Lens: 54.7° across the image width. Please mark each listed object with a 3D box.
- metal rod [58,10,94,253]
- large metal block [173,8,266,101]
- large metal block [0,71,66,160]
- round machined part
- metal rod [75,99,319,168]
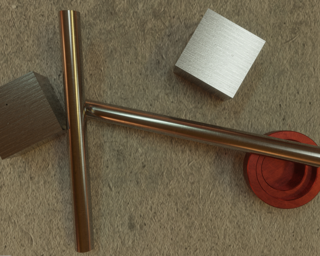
[{"bbox_3d":[-0.103,0.011,0.388,0.025,0.025,0.298,-2,98,-1],"label":"metal rod"},{"bbox_3d":[0.073,-0.090,0.398,0.080,0.050,0.080,30,90,-1],"label":"large metal block"},{"bbox_3d":[-0.171,-0.015,0.395,0.080,0.050,0.080,-27,90,0],"label":"large metal block"},{"bbox_3d":[0.157,0.052,0.404,0.099,0.042,0.097,0,90,-1],"label":"round machined part"},{"bbox_3d":[0.039,0.003,0.383,0.301,0.025,0.025,12,90,10],"label":"metal rod"}]
